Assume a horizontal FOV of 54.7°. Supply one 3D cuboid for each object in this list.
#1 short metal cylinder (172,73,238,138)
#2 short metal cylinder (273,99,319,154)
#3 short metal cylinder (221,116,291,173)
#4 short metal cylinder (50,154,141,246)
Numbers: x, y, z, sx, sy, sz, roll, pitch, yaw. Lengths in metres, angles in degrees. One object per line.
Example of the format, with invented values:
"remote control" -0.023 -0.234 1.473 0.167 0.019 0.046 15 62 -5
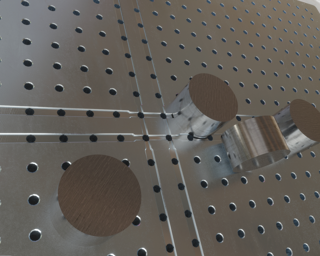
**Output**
"short metal cylinder" 0.064 -0.032 0.448 0.081 0.050 0.080 14 56 -21
"short metal cylinder" 0.231 -0.002 0.521 0.081 0.050 0.080 14 56 -21
"short metal cylinder" 0.132 0.024 0.431 0.081 0.080 0.050 -2 63 -30
"short metal cylinder" -0.066 0.073 0.313 0.081 0.050 0.080 14 56 -21
